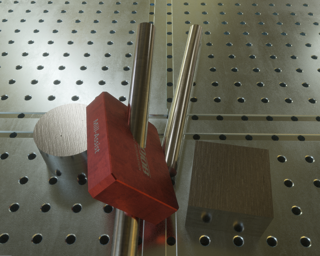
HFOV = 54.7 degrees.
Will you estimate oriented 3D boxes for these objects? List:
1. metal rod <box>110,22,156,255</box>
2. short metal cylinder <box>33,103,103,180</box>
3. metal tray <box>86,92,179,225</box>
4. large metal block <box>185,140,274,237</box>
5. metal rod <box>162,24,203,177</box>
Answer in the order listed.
[{"bbox_3d":[-0.027,0.010,0.341,0.025,0.025,0.299,3,68,2],"label":"metal rod"},{"bbox_3d":[-0.105,0.016,0.377,0.081,0.050,0.080,0,50,0],"label":"short metal cylinder"},{"bbox_3d":[-0.033,0.028,0.329,0.030,0.090,0.130,-39,39,20],"label":"metal tray"},{"bbox_3d":[0.073,0.065,0.337,0.080,0.050,0.080,7,50,6],"label":"large metal block"},{"bbox_3d":[0.036,-0.061,0.459,0.025,0.025,0.300,9,50,7],"label":"metal rod"}]
